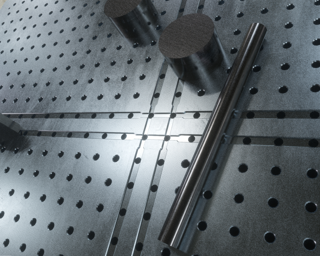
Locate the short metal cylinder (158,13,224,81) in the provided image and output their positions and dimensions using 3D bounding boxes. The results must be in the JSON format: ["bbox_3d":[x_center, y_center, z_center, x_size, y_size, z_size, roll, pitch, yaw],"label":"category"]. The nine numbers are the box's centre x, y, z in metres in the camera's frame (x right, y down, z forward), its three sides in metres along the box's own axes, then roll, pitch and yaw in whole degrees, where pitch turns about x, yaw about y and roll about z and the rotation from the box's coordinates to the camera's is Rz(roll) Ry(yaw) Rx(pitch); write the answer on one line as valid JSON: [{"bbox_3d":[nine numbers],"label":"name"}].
[{"bbox_3d":[0.045,-0.114,0.439,0.080,0.050,0.080,-13,56,21],"label":"short metal cylinder"}]

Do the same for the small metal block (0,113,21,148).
[{"bbox_3d":[-0.282,0.004,0.538,0.050,0.050,0.025,-33,52,7],"label":"small metal block"}]

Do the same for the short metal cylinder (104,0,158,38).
[{"bbox_3d":[-0.050,-0.206,0.545,0.080,0.050,0.080,-13,57,21],"label":"short metal cylinder"}]

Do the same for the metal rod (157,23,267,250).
[{"bbox_3d":[0.071,-0.005,0.374,0.025,0.025,0.300,13,68,33],"label":"metal rod"}]
